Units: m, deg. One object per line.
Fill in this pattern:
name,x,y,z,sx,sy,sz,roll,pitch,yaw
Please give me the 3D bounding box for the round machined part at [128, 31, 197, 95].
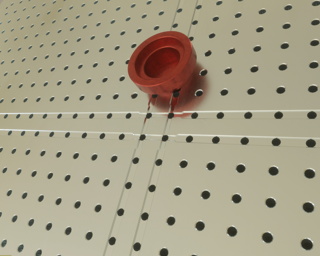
round machined part,0.007,-0.089,0.447,0.098,0.042,0.098,-13,56,20
